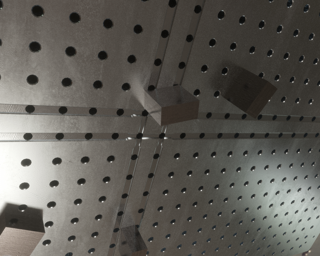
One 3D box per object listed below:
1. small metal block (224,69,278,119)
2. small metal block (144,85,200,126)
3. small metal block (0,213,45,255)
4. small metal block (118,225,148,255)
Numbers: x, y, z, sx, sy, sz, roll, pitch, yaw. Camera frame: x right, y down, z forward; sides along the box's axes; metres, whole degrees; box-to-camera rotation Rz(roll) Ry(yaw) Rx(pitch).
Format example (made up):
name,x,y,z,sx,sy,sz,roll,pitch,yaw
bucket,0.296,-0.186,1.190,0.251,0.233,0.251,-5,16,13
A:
name,x,y,z,sx,sy,sz,roll,pitch,yaw
small metal block,0.126,-0.049,0.436,0.025,0.050,0.050,24,105,-37
small metal block,0.014,-0.030,0.386,0.050,0.050,0.025,-12,124,-23
small metal block,-0.185,0.141,0.398,0.050,0.025,0.050,26,104,-38
small metal block,-0.044,0.193,0.492,0.025,0.050,0.050,-6,121,-26
